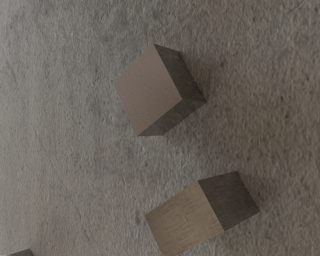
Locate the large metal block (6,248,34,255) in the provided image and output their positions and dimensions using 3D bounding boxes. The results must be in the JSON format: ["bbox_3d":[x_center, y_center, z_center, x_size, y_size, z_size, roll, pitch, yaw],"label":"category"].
[{"bbox_3d":[-0.273,0.303,0.610,0.080,0.050,0.079,34,111,34],"label":"large metal block"}]

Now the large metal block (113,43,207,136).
[{"bbox_3d":[-0.002,-0.044,0.389,0.080,0.050,0.080,-38,67,33],"label":"large metal block"}]

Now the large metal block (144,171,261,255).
[{"bbox_3d":[0.045,0.091,0.330,0.080,0.081,0.050,-41,65,32],"label":"large metal block"}]
